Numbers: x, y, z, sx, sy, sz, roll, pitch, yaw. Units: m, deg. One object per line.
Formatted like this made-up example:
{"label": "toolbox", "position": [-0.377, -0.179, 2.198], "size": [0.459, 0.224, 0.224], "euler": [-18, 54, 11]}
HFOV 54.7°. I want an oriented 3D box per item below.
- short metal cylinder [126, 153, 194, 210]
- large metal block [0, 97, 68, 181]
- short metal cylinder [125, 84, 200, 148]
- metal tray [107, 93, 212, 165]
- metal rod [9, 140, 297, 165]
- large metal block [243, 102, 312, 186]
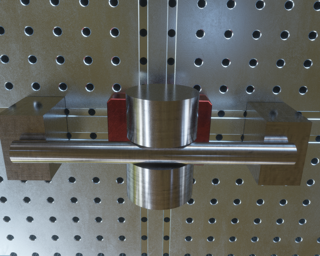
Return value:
{"label": "short metal cylinder", "position": [0.000, 0.054, 0.372], "size": [0.081, 0.080, 0.050], "euler": [1, 110, -1]}
{"label": "large metal block", "position": [-0.152, 0.010, 0.385], "size": [0.050, 0.080, 0.079], "euler": [1, 110, 0]}
{"label": "short metal cylinder", "position": [0.002, -0.017, 0.346], "size": [0.081, 0.080, 0.050], "euler": [1, 110, -1]}
{"label": "metal tray", "position": [-0.001, 0.002, 0.411], "size": [0.131, 0.030, 0.089], "euler": [1, 110, -1]}
{"label": "metal rod", "position": [-0.006, 0.027, 0.337], "size": [0.302, 0.025, 0.025], "euler": [1, 110, -1]}
{"label": "large metal block", "position": [0.141, 0.017, 0.390], "size": [0.050, 0.080, 0.079], "euler": [1, 110, 0]}
